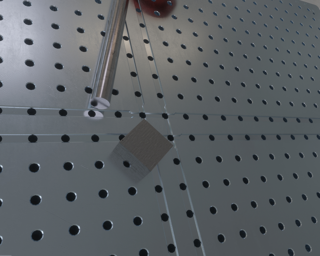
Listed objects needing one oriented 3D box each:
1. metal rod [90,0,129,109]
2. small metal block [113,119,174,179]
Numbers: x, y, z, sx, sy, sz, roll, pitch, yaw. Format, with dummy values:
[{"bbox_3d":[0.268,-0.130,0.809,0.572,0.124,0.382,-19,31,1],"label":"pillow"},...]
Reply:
[{"bbox_3d":[-0.066,-0.156,0.467,0.025,0.025,0.300,17,55,-19],"label":"metal rod"},{"bbox_3d":[-0.020,0.025,0.382,0.050,0.025,0.050,43,51,1],"label":"small metal block"}]
